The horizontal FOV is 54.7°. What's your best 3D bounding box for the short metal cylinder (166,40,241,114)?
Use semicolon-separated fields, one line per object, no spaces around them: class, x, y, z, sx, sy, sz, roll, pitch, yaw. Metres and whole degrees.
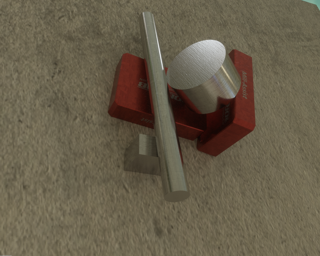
short metal cylinder;0.055;-0.065;0.394;0.050;0.080;0.080;46;41;-41

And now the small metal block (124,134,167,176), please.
small metal block;-0.010;0.033;0.364;0.050;0.050;0.025;12;57;-22

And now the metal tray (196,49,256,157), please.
metal tray;0.091;-0.036;0.436;0.030;0.090;0.130;21;54;-16

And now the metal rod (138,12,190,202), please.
metal rod;-0.002;-0.052;0.387;0.025;0.025;0.300;10;48;-23

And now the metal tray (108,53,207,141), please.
metal tray;0.001;-0.042;0.429;0.131;0.030;0.090;17;55;-19
